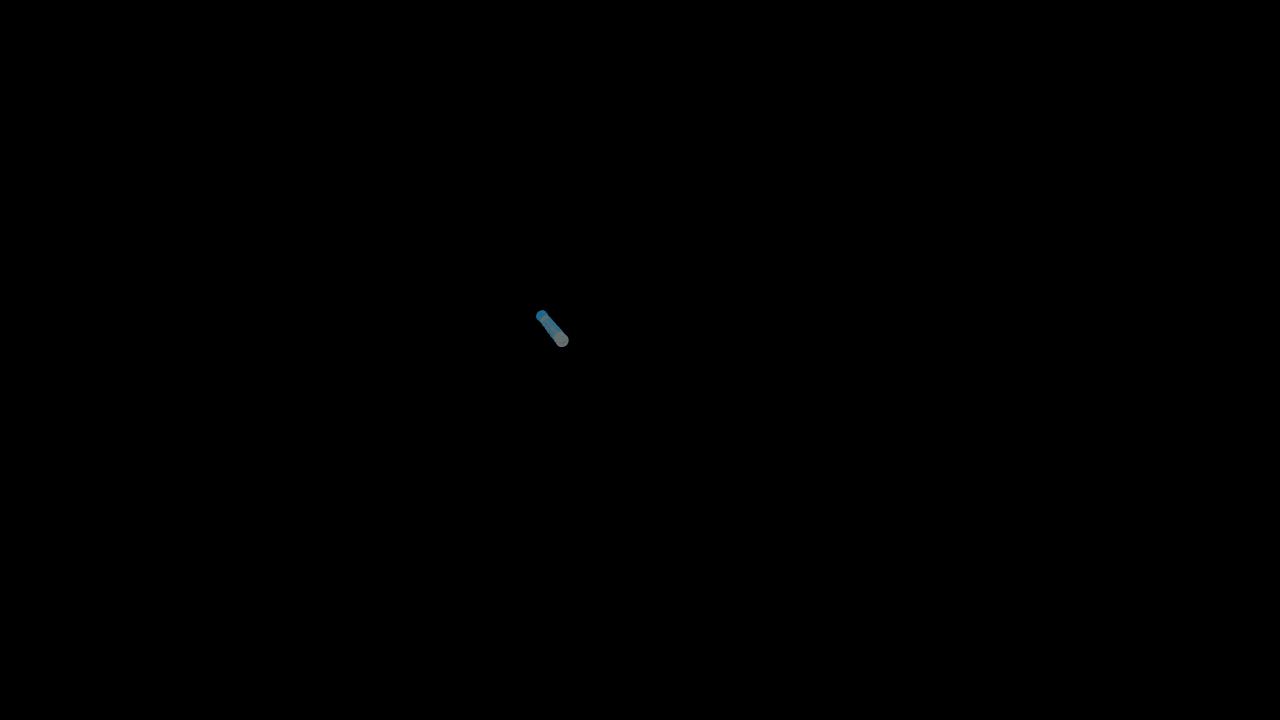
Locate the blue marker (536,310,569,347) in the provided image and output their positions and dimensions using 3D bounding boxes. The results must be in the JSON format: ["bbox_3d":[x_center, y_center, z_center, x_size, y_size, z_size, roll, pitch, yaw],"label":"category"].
[{"bbox_3d":[-0.134,-0.049,0.926,0.020,0.020,0.121,0,22,-25],"label":"blue marker"}]
